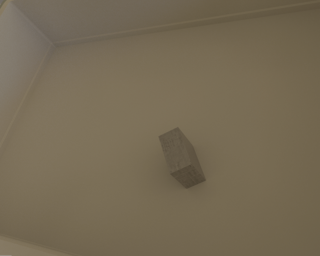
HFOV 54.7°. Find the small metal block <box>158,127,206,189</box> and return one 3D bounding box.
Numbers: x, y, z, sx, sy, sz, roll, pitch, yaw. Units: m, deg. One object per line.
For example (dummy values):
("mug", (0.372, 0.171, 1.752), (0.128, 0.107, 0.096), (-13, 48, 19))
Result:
("small metal block", (0.026, 0.035, 0.354), (0.025, 0.050, 0.050), (-26, 53, 12))
